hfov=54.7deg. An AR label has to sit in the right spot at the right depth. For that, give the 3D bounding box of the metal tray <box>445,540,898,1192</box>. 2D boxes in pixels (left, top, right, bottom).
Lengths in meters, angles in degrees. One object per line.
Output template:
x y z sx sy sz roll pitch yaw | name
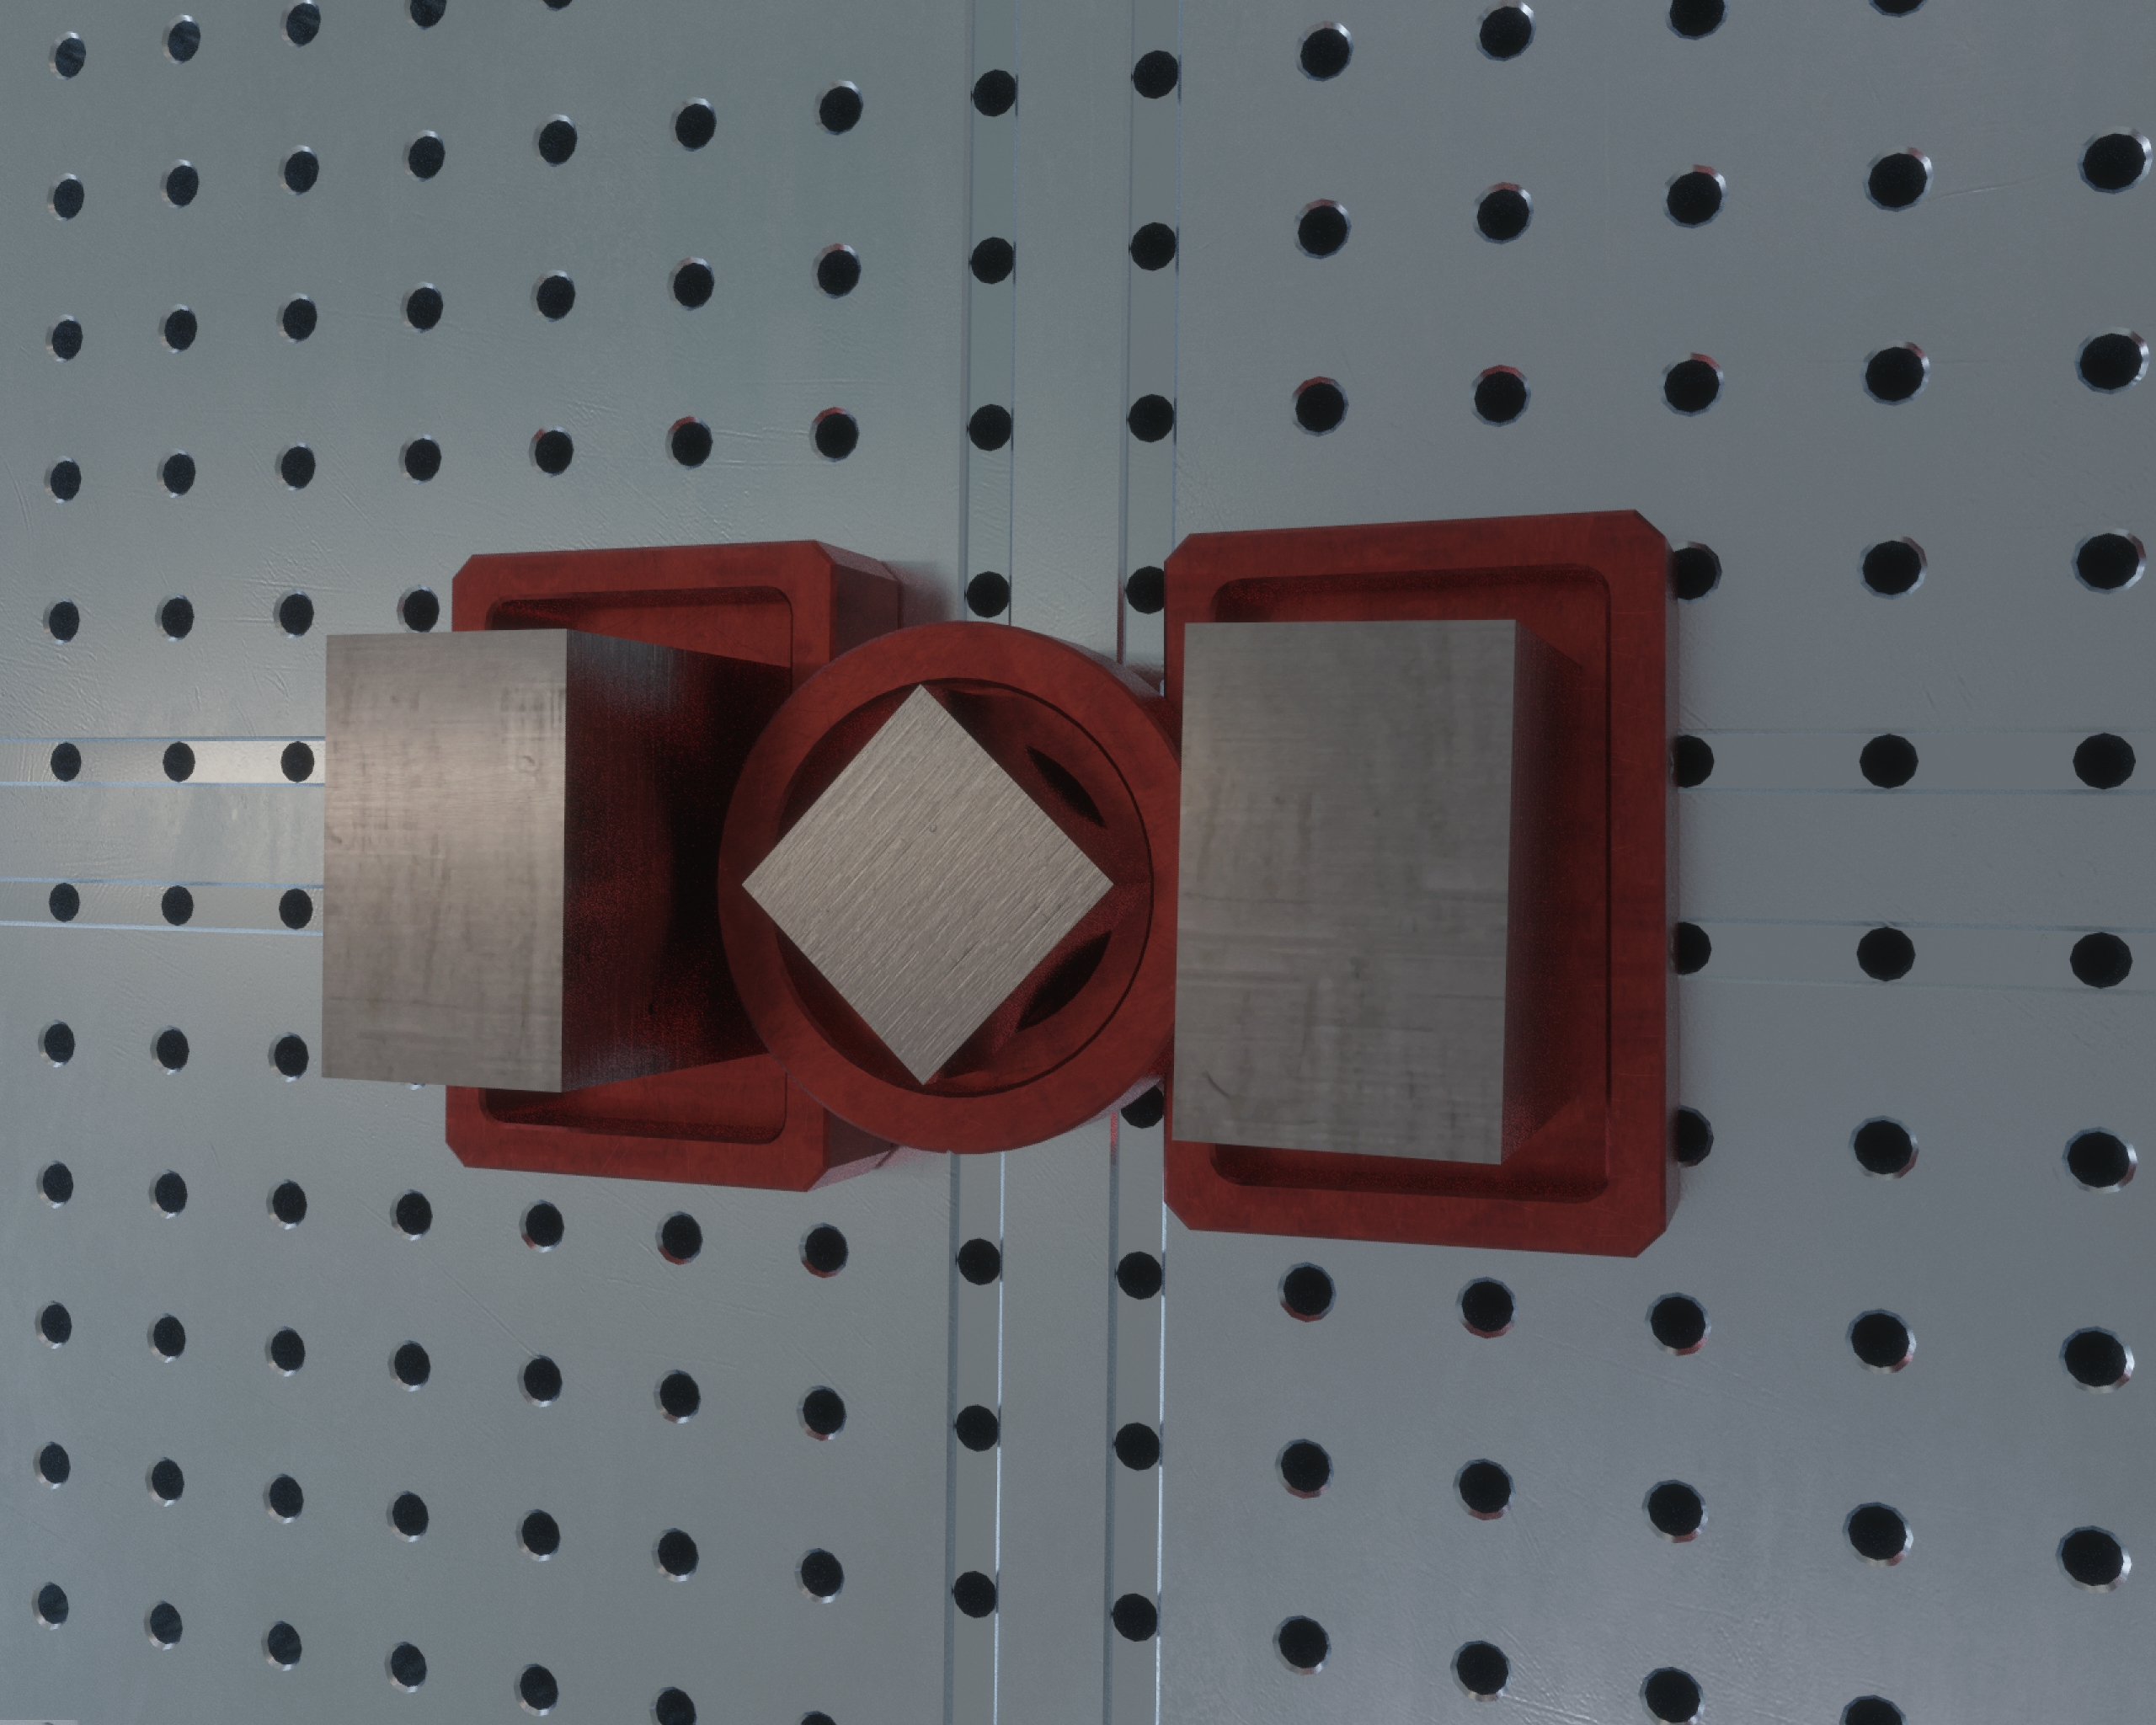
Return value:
-0.086 0.000 0.439 0.090 0.030 0.129 1 90 20 | metal tray

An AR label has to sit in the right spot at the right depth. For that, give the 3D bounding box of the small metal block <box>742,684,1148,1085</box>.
-0.023 0.004 0.377 0.050 0.025 0.050 46 104 14 | small metal block

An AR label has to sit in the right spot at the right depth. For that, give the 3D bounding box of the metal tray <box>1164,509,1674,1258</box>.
0.063 0.004 0.387 0.090 0.030 0.129 0 90 20 | metal tray

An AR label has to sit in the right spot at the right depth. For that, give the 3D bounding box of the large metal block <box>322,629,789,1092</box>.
-0.098 -0.001 0.404 0.050 0.080 0.080 1 90 20 | large metal block

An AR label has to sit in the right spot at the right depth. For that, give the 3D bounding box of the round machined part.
-0.016 0.005 0.400 0.098 0.042 0.097 0 90 20 | round machined part

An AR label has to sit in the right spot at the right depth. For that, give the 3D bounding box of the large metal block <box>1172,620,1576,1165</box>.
0.053 0.003 0.350 0.050 0.080 0.080 2 91 20 | large metal block
